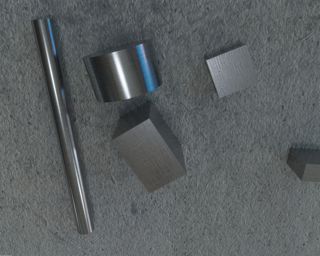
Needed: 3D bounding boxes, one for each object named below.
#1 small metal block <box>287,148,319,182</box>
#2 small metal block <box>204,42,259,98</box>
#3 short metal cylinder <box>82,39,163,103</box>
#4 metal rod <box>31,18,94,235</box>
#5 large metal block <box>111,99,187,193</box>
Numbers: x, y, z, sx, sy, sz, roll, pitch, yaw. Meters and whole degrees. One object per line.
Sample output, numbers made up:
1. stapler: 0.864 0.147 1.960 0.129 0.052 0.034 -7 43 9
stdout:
1. small metal block: 0.208 0.050 0.418 0.050 0.050 0.025 4 110 -2
2. small metal block: 0.088 -0.072 0.385 0.050 0.025 0.050 -21 109 7
3. short metal cylinder: -0.042 -0.067 0.355 0.080 0.080 0.050 -13 110 4
4. metal rod: -0.124 0.012 0.412 0.025 0.025 0.298 -5 110 1
5. large metal block: -0.012 0.020 0.388 0.050 0.080 0.080 -31 108 10
